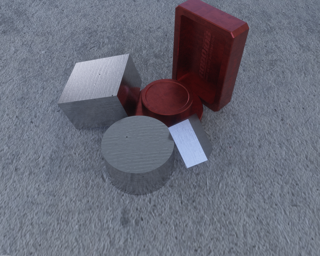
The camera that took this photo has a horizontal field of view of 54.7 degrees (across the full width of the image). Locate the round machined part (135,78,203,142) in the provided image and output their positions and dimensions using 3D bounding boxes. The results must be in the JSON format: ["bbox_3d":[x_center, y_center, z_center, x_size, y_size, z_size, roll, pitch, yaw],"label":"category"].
[{"bbox_3d":[0.009,-0.029,0.420,0.099,0.042,0.098,0,50,0],"label":"round machined part"}]

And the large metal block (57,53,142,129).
[{"bbox_3d":[-0.076,-0.048,0.412,0.080,0.050,0.080,-6,48,17],"label":"large metal block"}]

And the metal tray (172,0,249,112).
[{"bbox_3d":[0.060,-0.094,0.414,0.030,0.129,0.090,-37,60,-27],"label":"metal tray"}]

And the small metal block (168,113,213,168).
[{"bbox_3d":[0.038,0.013,0.364,0.025,0.050,0.050,-25,92,19],"label":"small metal block"}]

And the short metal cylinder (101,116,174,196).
[{"bbox_3d":[-0.025,0.032,0.362,0.081,0.050,0.080,0,50,0],"label":"short metal cylinder"}]
